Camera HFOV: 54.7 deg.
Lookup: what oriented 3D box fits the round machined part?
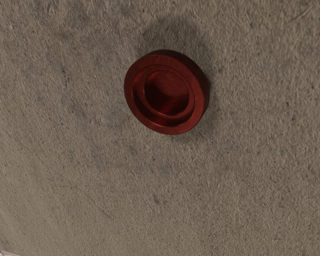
[{"bbox_3d":[0.011,-0.044,0.362,0.098,0.042,0.097,13,124,20],"label":"round machined part"}]
